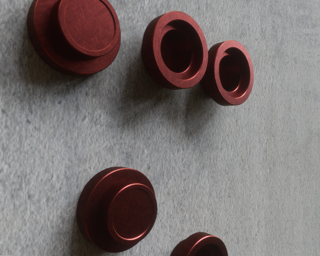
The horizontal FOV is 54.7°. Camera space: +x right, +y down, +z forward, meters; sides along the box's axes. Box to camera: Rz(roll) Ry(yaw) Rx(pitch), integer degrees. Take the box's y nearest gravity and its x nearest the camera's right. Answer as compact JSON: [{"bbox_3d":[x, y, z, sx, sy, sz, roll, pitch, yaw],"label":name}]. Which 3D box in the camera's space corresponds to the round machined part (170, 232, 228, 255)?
[{"bbox_3d":[0.050,0.197,0.438,0.099,0.042,0.097,0,90,-40],"label":"round machined part"}]

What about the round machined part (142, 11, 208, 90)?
[{"bbox_3d":[0.015,-0.099,0.408,0.099,0.042,0.097,0,90,-40],"label":"round machined part"}]

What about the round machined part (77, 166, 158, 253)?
[{"bbox_3d":[-0.042,0.096,0.361,0.099,0.042,0.097,0,90,-40],"label":"round machined part"}]

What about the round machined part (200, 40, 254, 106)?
[{"bbox_3d":[0.099,-0.082,0.479,0.099,0.042,0.097,0,90,-40],"label":"round machined part"}]

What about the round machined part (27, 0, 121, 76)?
[{"bbox_3d":[-0.082,-0.106,0.326,0.099,0.042,0.097,0,90,-40],"label":"round machined part"}]
